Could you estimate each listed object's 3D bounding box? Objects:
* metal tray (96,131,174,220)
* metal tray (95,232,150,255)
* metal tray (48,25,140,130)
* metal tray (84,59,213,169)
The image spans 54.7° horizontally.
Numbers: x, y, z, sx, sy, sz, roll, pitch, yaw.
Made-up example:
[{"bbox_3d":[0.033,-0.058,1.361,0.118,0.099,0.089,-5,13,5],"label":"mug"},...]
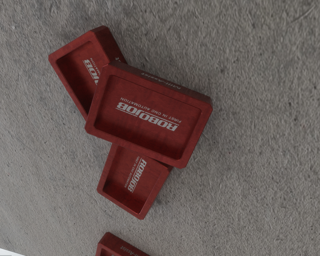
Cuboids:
[{"bbox_3d":[-0.039,0.073,0.469,0.090,0.030,0.129,31,128,8],"label":"metal tray"},{"bbox_3d":[-0.062,0.268,0.601,0.130,0.030,0.089,26,128,12],"label":"metal tray"},{"bbox_3d":[-0.078,-0.056,0.410,0.090,0.030,0.130,-16,110,34],"label":"metal tray"},{"bbox_3d":[-0.014,-0.015,0.369,0.131,0.030,0.089,21,113,-1],"label":"metal tray"}]
